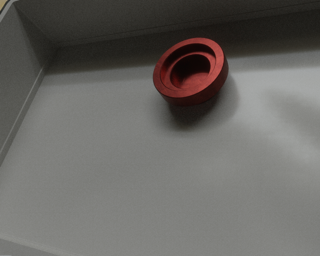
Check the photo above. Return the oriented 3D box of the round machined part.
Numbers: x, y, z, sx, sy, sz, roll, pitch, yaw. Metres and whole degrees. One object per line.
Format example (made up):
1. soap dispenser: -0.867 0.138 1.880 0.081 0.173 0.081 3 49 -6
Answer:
1. round machined part: 0.044 -0.070 0.415 0.098 0.042 0.098 -13 56 21
